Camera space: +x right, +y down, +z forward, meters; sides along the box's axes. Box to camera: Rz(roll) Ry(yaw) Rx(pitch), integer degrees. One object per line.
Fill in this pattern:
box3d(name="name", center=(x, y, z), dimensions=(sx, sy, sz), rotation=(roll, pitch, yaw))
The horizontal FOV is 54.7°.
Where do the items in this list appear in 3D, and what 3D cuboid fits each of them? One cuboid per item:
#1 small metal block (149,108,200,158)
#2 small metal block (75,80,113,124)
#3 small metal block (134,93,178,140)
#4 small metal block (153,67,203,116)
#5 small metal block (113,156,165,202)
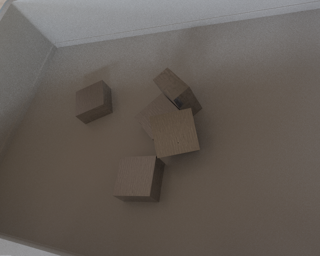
box3d(name="small metal block", center=(0.018, 0.007, 0.372), dimensions=(0.050, 0.025, 0.050), rotation=(-12, 83, 4))
box3d(name="small metal block", center=(-0.104, -0.041, 0.485), dimensions=(0.050, 0.025, 0.050), rotation=(-21, 54, 15))
box3d(name="small metal block", center=(0.002, -0.011, 0.411), dimensions=(0.050, 0.025, 0.050), rotation=(-41, 51, 0))
box3d(name="small metal block", center=(0.023, -0.044, 0.405), dimensions=(0.025, 0.050, 0.050), rotation=(-41, 51, 0))
box3d(name="small metal block", center=(-0.025, 0.063, 0.381), dimensions=(0.050, 0.025, 0.050), rotation=(-5, 60, 26))
